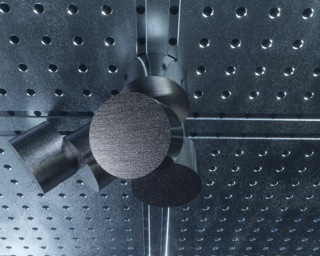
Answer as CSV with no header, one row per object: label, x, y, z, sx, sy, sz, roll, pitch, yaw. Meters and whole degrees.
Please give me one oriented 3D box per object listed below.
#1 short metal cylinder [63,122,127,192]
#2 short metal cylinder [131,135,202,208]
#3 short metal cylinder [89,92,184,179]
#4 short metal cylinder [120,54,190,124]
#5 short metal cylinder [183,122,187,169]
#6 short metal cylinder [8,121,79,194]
short metal cylinder,-0.080,0.033,0.394,0.050,0.080,0.080,-34,136,-27
short metal cylinder,0.007,0.051,0.370,0.081,0.050,0.079,0,130,0
short metal cylinder,-0.022,0.008,0.307,0.080,0.080,0.050,-19,171,15
short metal cylinder,-0.007,-0.039,0.361,0.081,0.050,0.079,0,130,0
short metal cylinder,-0.002,0.022,0.413,0.081,0.050,0.079,0,130,0
short metal cylinder,-0.149,0.037,0.397,0.050,0.080,0.080,-35,136,-27
